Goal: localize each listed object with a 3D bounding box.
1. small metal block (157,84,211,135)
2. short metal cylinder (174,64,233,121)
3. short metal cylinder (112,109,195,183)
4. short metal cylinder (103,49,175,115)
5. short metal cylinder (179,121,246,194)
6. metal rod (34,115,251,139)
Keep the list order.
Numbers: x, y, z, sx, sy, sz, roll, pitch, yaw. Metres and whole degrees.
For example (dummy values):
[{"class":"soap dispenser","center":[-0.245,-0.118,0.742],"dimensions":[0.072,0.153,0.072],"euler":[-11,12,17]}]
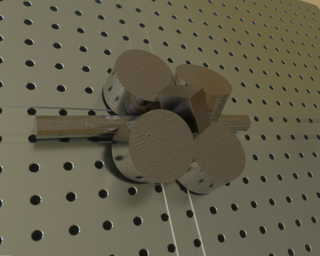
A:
[{"class":"small metal block","center":[0.029,-0.023,0.372],"dimensions":[0.025,0.050,0.050],"euler":[-41,128,-33]},{"class":"short metal cylinder","center":[0.052,-0.047,0.427],"dimensions":[0.081,0.050,0.080],"euler":[14,34,-9]},{"class":"short metal cylinder","center":[-0.008,0.022,0.354],"dimensions":[0.081,0.050,0.080],"euler":[5,80,-28]},{"class":"short metal cylinder","center":[-0.028,-0.055,0.406],"dimensions":[0.081,0.050,0.080],"euler":[14,56,-21]},{"class":"short metal cylinder","center":[0.061,0.038,0.397],"dimensions":[0.081,0.050,0.080],"euler":[14,56,-21]},{"class":"metal rod","center":[-0.001,-0.004,0.405],"dimensions":[0.303,0.025,0.025],"euler":[-2,63,-29]}]
